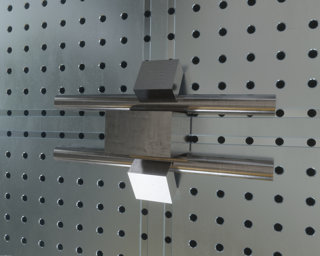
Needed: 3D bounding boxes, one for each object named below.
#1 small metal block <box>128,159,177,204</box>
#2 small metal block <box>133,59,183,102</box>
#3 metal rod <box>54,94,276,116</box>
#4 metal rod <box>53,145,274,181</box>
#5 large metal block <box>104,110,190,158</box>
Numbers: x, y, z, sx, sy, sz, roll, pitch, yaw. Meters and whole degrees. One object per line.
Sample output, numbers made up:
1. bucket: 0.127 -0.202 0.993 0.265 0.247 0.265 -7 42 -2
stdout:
1. small metal block: -0.009 0.068 0.399 0.050 0.025 0.050 3 129 19
2. small metal block: -0.001 -0.060 0.397 0.050 0.025 0.050 1 56 19
3. metal rod: -0.007 -0.032 0.410 0.301 0.025 0.025 2 91 19
4. metal rod: -0.009 0.044 0.412 0.301 0.025 0.025 2 91 19
5. large metal block: -0.012 0.006 0.383 0.080 0.080 0.050 2 91 20
